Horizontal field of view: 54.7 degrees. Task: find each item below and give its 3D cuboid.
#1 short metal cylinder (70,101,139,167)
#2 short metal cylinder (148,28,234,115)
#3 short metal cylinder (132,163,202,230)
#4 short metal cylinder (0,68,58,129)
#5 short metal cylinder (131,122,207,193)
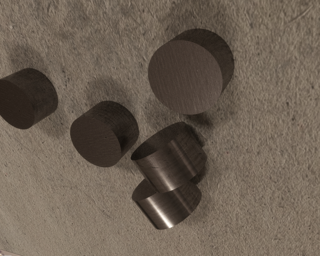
[{"bbox_3d":[-0.077,0.008,0.434,0.080,0.050,0.079,13,124,20],"label":"short metal cylinder"},{"bbox_3d":[0.034,-0.061,0.334,0.080,0.050,0.079,13,124,20],"label":"short metal cylinder"},{"bbox_3d":[0.009,0.090,0.421,0.080,0.080,0.050,-27,104,37],"label":"short metal cylinder"},{"bbox_3d":[-0.204,-0.045,0.468,0.080,0.050,0.079,13,124,20],"label":"short metal cylinder"},{"bbox_3d":[0.011,0.035,0.386,0.080,0.080,0.050,-25,105,36],"label":"short metal cylinder"}]
